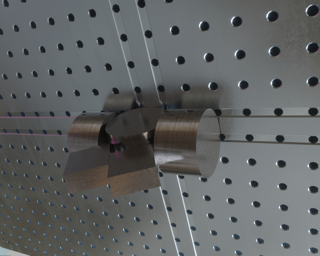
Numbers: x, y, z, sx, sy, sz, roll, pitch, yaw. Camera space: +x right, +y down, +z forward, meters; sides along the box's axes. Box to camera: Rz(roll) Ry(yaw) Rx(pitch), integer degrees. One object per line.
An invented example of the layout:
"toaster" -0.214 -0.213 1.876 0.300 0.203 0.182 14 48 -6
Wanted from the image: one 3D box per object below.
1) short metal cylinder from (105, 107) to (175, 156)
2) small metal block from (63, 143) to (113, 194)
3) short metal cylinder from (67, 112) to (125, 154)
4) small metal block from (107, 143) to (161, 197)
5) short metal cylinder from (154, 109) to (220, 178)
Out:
"short metal cylinder" -0.024 0.012 0.396 0.080 0.080 0.050 1 119 27
"small metal block" -0.080 0.046 0.360 0.050 0.050 0.025 -14 115 -1
"short metal cylinder" -0.080 0.018 0.428 0.050 0.080 0.080 1 119 28
"small metal block" -0.028 0.045 0.338 0.050 0.050 0.025 -13 115 0
"short metal cylinder" 0.035 0.017 0.367 0.050 0.080 0.080 1 119 29
